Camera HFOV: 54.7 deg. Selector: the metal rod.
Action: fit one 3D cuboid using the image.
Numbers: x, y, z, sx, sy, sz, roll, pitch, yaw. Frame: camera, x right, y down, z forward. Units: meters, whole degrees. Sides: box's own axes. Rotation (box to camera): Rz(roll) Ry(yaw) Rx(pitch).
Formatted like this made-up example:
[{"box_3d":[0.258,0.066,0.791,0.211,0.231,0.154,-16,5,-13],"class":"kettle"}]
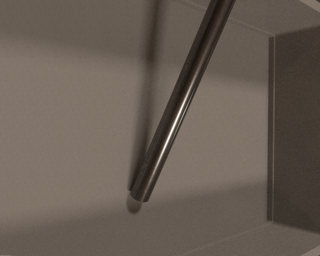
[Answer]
[{"box_3d":[0.030,-0.048,0.357,0.025,0.025,0.298,12,106,-40],"class":"metal rod"}]
